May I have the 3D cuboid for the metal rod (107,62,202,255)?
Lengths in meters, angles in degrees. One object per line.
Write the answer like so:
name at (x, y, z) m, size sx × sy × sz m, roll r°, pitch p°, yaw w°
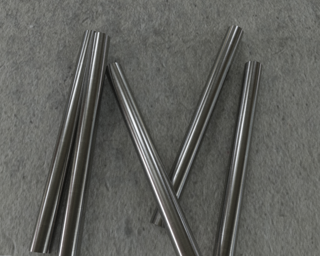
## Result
metal rod at (-0.012, 0.039, 0.373) m, size 0.025 × 0.025 × 0.299 m, roll -20°, pitch 64°, yaw -8°

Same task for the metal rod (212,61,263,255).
metal rod at (0.098, 0.048, 0.391) m, size 0.025 × 0.025 × 0.299 m, roll 13°, pitch 70°, yaw 4°

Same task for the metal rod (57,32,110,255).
metal rod at (-0.094, 0.016, 0.392) m, size 0.025 × 0.025 × 0.299 m, roll 4°, pitch 73°, yaw 1°

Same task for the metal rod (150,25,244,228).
metal rod at (0.056, -0.014, 0.413) m, size 0.025 × 0.025 × 0.300 m, roll 21°, pitch 71°, yaw 7°

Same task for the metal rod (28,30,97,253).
metal rod at (-0.118, 0.002, 0.405) m, size 0.025 × 0.025 × 0.299 m, roll 7°, pitch 70°, yaw 2°
